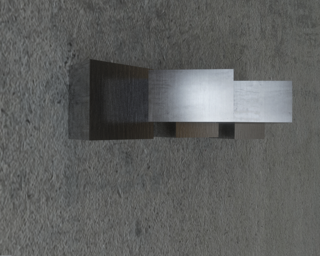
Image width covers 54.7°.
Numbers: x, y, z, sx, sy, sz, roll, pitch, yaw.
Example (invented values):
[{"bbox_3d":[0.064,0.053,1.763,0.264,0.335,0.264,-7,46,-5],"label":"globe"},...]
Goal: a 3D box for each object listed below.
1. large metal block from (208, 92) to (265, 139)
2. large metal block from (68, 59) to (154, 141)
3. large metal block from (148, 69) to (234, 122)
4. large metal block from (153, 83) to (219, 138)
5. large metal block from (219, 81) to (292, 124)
[{"bbox_3d":[0.124,-0.023,0.497,0.081,0.050,0.079,2,89,-40],"label":"large metal block"},{"bbox_3d":[-0.054,-0.028,0.346,0.081,0.050,0.079,0,90,-40],"label":"large metal block"},{"bbox_3d":[0.032,-0.031,0.334,0.080,0.080,0.050,-11,101,-85],"label":"large metal block"},{"bbox_3d":[0.034,-0.028,0.421,0.081,0.050,0.079,1,90,-40],"label":"large metal block"},{"bbox_3d":[0.121,-0.031,0.412,0.080,0.080,0.050,1,89,4],"label":"large metal block"}]
